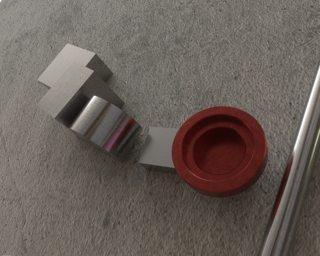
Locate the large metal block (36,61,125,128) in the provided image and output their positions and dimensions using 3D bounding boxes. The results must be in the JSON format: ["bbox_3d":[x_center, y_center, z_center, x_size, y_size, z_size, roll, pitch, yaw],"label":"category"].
[{"bbox_3d":[-0.111,-0.035,0.446,0.050,0.080,0.080,29,78,37],"label":"large metal block"}]

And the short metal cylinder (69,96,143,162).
[{"bbox_3d":[-0.070,0.002,0.402,0.080,0.080,0.050,23,74,36],"label":"short metal cylinder"}]

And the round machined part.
[{"bbox_3d":[0.066,0.028,0.338,0.098,0.042,0.098,-10,59,18],"label":"round machined part"}]

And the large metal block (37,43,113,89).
[{"bbox_3d":[-0.140,-0.085,0.511,0.080,0.050,0.080,26,76,36],"label":"large metal block"}]

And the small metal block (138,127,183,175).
[{"bbox_3d":[0.008,0.028,0.382,0.050,0.025,0.050,4,64,29],"label":"small metal block"}]

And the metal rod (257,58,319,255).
[{"bbox_3d":[0.148,0.019,0.314,0.025,0.025,0.300,13,68,33],"label":"metal rod"}]
